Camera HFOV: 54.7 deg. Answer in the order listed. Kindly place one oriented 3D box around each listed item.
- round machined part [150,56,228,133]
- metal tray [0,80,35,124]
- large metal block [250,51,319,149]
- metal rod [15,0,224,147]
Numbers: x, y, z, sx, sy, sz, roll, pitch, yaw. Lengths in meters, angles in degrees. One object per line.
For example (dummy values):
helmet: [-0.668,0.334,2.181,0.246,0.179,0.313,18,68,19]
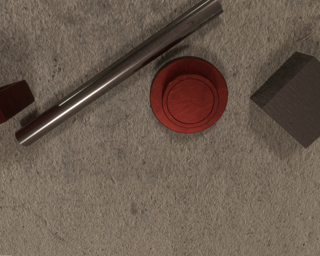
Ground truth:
round machined part: [0.036,-0.038,0.387,0.099,0.042,0.097,0,110,-1]
metal tray: [-0.229,-0.016,0.365,0.131,0.090,0.030,-16,110,5]
large metal block: [0.176,-0.035,0.386,0.080,0.050,0.080,39,105,-14]
metal rod: [-0.058,-0.065,0.384,0.300,0.025,0.025,-32,107,11]
